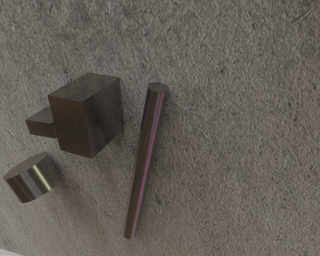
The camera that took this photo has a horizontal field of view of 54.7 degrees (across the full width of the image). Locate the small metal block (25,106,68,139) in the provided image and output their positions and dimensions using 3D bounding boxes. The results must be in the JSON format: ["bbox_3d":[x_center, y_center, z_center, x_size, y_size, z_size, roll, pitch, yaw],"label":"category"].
[{"bbox_3d":[-0.164,-0.010,0.471,0.050,0.050,0.025,7,122,24],"label":"small metal block"}]

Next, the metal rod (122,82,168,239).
[{"bbox_3d":[-0.029,0.069,0.464,0.025,0.025,0.298,23,127,14],"label":"metal rod"}]

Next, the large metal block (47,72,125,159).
[{"bbox_3d":[-0.092,-0.019,0.408,0.050,0.080,0.079,12,124,22],"label":"large metal block"}]

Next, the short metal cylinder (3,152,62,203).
[{"bbox_3d":[-0.220,0.085,0.540,0.080,0.080,0.050,-14,111,34],"label":"short metal cylinder"}]
